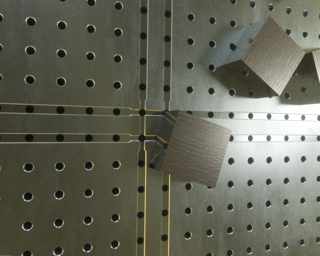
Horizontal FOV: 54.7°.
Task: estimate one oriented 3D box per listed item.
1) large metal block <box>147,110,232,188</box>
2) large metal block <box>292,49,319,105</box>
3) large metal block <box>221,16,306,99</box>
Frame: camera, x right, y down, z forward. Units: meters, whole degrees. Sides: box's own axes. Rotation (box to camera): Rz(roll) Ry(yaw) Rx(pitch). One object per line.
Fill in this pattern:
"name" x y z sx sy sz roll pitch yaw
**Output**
"large metal block" 0.039 0.028 0.415 0.081 0.050 0.080 20 83 -19
"large metal block" 0.264 -0.088 0.499 0.081 0.050 0.080 -20 97 -19
"large metal block" 0.152 -0.101 0.457 0.080 0.050 0.080 38 78 -17
